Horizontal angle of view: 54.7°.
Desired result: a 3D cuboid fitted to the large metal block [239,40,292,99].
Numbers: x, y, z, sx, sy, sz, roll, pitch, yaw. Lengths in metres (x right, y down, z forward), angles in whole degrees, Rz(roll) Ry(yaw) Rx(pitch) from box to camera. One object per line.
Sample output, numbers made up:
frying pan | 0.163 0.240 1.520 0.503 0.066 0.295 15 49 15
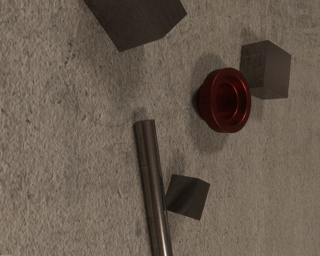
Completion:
large metal block | 0.186 -0.099 0.547 0.081 0.050 0.080 12 82 -40

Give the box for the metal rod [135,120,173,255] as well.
metal rod | 0.000 0.138 0.407 0.025 0.025 0.298 -13 99 -40

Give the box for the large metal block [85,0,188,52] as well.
large metal block | -0.030 -0.139 0.345 0.050 0.080 0.080 -51 120 -28

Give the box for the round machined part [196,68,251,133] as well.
round machined part | 0.094 -0.041 0.475 0.099 0.042 0.097 0 90 -40

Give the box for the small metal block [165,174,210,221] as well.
small metal block | 0.035 0.093 0.420 0.025 0.050 0.050 30 71 -37
